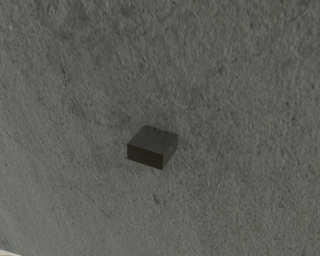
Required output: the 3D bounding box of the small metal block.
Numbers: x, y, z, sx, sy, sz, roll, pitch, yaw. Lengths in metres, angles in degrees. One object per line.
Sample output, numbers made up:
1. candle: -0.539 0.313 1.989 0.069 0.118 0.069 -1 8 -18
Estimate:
1. small metal block: -0.009 0.025 0.409 0.050 0.050 0.025 16 125 19
